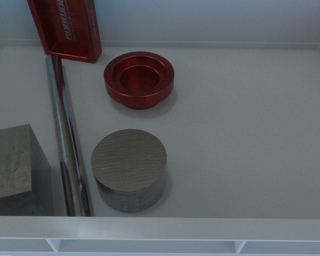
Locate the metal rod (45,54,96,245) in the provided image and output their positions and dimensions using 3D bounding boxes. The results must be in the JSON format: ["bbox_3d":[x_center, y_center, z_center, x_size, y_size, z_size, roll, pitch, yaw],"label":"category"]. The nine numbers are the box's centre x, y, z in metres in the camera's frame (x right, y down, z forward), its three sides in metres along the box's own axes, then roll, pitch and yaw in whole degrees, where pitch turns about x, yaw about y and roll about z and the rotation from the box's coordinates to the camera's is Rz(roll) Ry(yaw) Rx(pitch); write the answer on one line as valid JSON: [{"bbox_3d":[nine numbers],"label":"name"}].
[{"bbox_3d":[-0.123,0.002,0.401,0.025,0.025,0.299,-14,52,-12],"label":"metal rod"}]

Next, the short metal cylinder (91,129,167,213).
[{"bbox_3d":[-0.033,0.048,0.349,0.081,0.050,0.080,0,50,0],"label":"short metal cylinder"}]

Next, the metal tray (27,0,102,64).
[{"bbox_3d":[-0.144,-0.165,0.474,0.090,0.129,0.030,10,51,8],"label":"metal tray"}]

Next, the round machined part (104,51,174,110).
[{"bbox_3d":[-0.029,-0.064,0.448,0.099,0.042,0.098,0,50,0],"label":"round machined part"}]

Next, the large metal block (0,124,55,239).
[{"bbox_3d":[-0.148,0.056,0.321,0.050,0.080,0.080,-13,51,-11],"label":"large metal block"}]
